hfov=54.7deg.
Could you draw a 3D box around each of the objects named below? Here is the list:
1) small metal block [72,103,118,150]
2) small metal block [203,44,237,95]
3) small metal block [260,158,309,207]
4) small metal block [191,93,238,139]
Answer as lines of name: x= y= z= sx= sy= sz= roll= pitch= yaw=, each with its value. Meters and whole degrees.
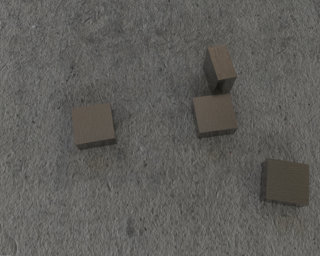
small metal block: x=-0.086 y=-0.002 z=0.408 sx=0.050 sy=0.025 sz=0.050 roll=-10 pitch=70 yaw=-4
small metal block: x=0.080 y=-0.077 z=0.423 sx=0.025 sy=0.050 sz=0.050 roll=-12 pitch=71 yaw=-4
small metal block: x=0.154 y=0.068 z=0.384 sx=0.050 sy=0.025 sz=0.050 roll=9 pitch=70 yaw=3
small metal block: x=0.072 y=-0.016 z=0.414 sx=0.050 sy=0.025 sz=0.050 roll=-8 pitch=70 yaw=-3
